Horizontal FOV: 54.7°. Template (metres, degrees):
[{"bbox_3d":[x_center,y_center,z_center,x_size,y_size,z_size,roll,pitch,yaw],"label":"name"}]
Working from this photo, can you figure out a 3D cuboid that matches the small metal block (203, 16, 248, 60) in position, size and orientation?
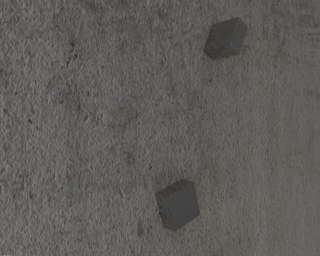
[{"bbox_3d":[0.099,-0.135,0.471,0.025,0.050,0.050,32,70,-36],"label":"small metal block"}]

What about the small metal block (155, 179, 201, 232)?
[{"bbox_3d":[0.025,0.105,0.426,0.050,0.025,0.050,-20,103,-38],"label":"small metal block"}]
